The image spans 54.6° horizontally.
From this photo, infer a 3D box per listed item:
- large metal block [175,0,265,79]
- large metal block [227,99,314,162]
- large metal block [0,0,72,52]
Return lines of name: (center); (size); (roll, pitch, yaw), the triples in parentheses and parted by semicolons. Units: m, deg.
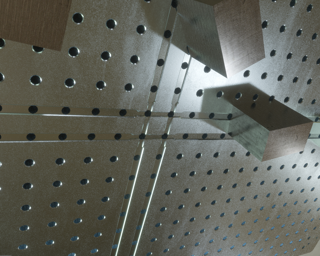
large metal block: (0.065, -0.113, 0.340); (0.050, 0.080, 0.080); (-30, 128, -9)
large metal block: (0.161, 0.000, 0.463); (0.081, 0.080, 0.050); (-10, 123, -23)
large metal block: (-0.119, -0.118, 0.257); (0.081, 0.050, 0.080); (7, 115, -31)
